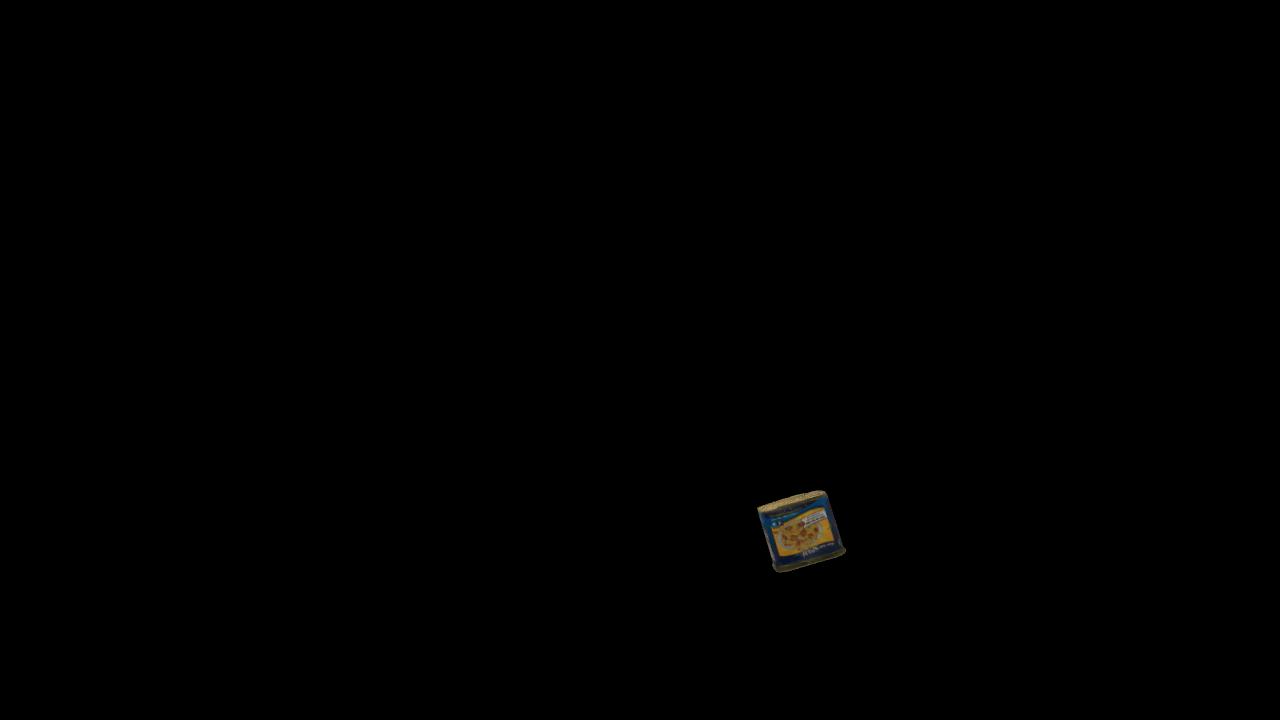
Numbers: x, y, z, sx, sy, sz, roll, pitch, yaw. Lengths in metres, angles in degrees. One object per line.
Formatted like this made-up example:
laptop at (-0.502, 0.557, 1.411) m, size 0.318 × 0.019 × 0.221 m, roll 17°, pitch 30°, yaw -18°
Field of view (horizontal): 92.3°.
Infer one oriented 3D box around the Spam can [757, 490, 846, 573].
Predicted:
Spam can at (0.222, 0.236, 0.856) m, size 0.101 × 0.085 × 0.058 m, roll -16°, pitch -6°, yaw -1°
